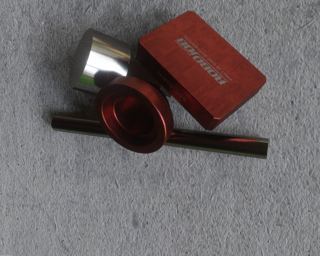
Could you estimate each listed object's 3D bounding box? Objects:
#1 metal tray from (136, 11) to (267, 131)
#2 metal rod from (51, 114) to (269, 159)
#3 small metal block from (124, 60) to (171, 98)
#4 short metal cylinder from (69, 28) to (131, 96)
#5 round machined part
[{"bbox_3d":[0.046,-0.071,0.364,0.090,0.030,0.130,-37,75,-24],"label":"metal tray"},{"bbox_3d":[-0.014,0.008,0.415,0.301,0.025,0.025,7,92,19],"label":"metal rod"},{"bbox_3d":[-0.011,-0.062,0.399,0.050,0.050,0.025,25,99,18],"label":"small metal block"},{"bbox_3d":[-0.080,-0.082,0.404,0.080,0.050,0.080,-33,48,48],"label":"short metal cylinder"},{"bbox_3d":[-0.027,-0.020,0.378,0.098,0.042,0.097,18,133,21],"label":"round machined part"}]
